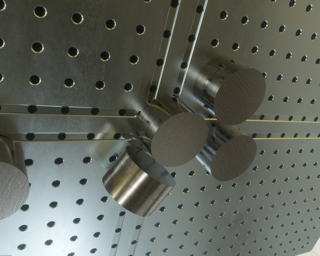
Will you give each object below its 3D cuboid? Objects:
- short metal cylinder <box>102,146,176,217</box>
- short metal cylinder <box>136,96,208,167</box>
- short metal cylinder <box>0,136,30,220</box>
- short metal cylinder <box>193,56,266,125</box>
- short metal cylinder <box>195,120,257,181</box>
[{"bbox_3d":[-0.027,0.068,0.403,0.080,0.080,0.050,31,101,-38],"label":"short metal cylinder"},{"bbox_3d":[0.015,0.004,0.406,0.081,0.050,0.079,-14,124,-21],"label":"short metal cylinder"},{"bbox_3d":[-0.184,0.054,0.328,0.081,0.050,0.079,-14,124,-21],"label":"short metal cylinder"},{"bbox_3d":[0.092,-0.050,0.414,0.081,0.050,0.079,-14,124,-21],"label":"short metal cylinder"},{"bbox_3d":[0.097,0.033,0.469,0.081,0.050,0.079,-14,124,-21],"label":"short metal cylinder"}]
